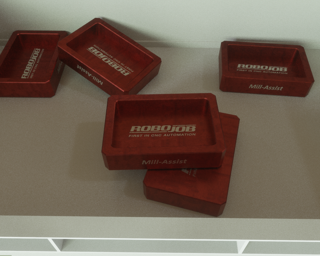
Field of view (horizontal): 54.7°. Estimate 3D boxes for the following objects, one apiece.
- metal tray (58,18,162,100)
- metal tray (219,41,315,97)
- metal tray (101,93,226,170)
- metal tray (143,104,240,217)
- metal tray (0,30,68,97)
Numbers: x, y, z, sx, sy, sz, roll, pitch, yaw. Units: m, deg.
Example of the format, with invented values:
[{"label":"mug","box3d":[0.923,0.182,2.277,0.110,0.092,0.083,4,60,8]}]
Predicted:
[{"label":"metal tray","box3d":[-0.075,-0.105,0.469,0.130,0.030,0.090,35,57,9]},{"label":"metal tray","box3d":[0.159,-0.094,0.481,0.131,0.030,0.090,5,50,4]},{"label":"metal tray","box3d":[0.003,0.002,0.360,0.131,0.030,0.090,-1,50,-1]},{"label":"metal tray","box3d":[0.042,0.032,0.375,0.090,0.030,0.130,12,51,10]},{"label":"metal tray","box3d":[-0.200,-0.104,0.487,0.091,0.030,0.130,1,50,0]}]
